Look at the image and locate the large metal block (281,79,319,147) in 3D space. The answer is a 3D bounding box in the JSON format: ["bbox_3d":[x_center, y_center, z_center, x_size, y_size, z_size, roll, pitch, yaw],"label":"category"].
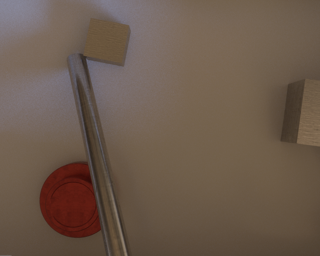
[{"bbox_3d":[0.211,-0.016,0.402,0.081,0.050,0.080,8,90,-1],"label":"large metal block"}]

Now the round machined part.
[{"bbox_3d":[-0.107,0.094,0.402,0.099,0.042,0.097,0,90,-1],"label":"round machined part"}]

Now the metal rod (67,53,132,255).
[{"bbox_3d":[-0.070,0.040,0.355,0.025,0.025,0.299,-17,68,0],"label":"metal rod"}]

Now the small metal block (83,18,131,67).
[{"bbox_3d":[-0.069,-0.113,0.410,0.050,0.025,0.050,11,90,-1],"label":"small metal block"}]
